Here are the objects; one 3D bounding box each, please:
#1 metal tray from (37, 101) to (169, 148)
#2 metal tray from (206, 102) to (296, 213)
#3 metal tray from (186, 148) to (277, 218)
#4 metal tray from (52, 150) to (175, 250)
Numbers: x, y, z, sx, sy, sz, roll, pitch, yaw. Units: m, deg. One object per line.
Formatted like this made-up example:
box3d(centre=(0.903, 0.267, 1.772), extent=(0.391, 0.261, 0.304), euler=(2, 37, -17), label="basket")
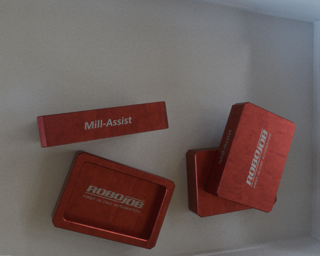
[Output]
box3d(centre=(-0.067, -0.006, 0.351), extent=(0.131, 0.090, 0.030), euler=(-9, 93, -20), label="metal tray")
box3d(centre=(0.126, 0.040, 0.424), extent=(0.091, 0.030, 0.129), euler=(21, 83, -19), label="metal tray")
box3d(centre=(0.105, 0.072, 0.448), extent=(0.131, 0.030, 0.089), euler=(-4, 91, -20), label="metal tray")
box3d(centre=(-0.056, 0.090, 0.388), extent=(0.131, 0.030, 0.090), euler=(21, 83, -19), label="metal tray")
